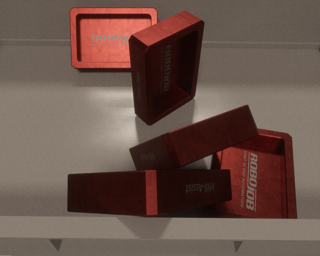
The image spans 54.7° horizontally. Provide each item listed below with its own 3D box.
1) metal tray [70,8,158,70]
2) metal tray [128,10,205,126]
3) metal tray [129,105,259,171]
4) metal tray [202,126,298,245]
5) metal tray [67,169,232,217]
[{"bbox_3d":[-0.069,-0.136,0.479,0.131,0.089,0.030,0,6,-1],"label":"metal tray"},{"bbox_3d":[0.009,-0.072,0.398,0.091,0.129,0.030,-33,58,-25],"label":"metal tray"},{"bbox_3d":[0.027,0.015,0.325,0.091,0.130,0.030,-19,87,-21],"label":"metal tray"},{"bbox_3d":[0.103,0.057,0.355,0.090,0.030,0.130,10,51,8],"label":"metal tray"},{"bbox_3d":[-0.003,0.054,0.277,0.090,0.131,0.030,-8,79,35],"label":"metal tray"}]
